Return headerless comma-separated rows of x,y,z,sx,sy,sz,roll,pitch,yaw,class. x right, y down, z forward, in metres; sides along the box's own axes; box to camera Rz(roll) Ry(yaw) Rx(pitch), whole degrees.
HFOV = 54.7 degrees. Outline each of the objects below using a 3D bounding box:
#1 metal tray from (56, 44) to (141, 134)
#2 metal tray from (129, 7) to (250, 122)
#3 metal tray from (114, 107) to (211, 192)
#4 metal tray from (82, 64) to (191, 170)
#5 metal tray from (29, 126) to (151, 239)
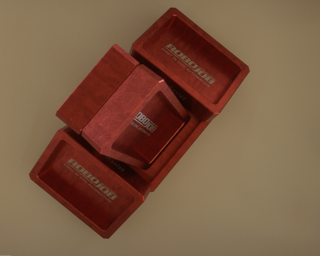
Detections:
-0.059,-0.037,0.355,0.030,0.130,0.090,40,90,0,metal tray
0.038,-0.081,0.390,0.130,0.030,0.090,39,64,0,metal tray
-0.006,0.006,0.407,0.090,0.030,0.130,39,90,-1,metal tray
-0.018,-0.004,0.345,0.030,0.130,0.090,40,90,23,metal tray
-0.088,0.067,0.389,0.130,0.030,0.090,40,114,-1,metal tray
